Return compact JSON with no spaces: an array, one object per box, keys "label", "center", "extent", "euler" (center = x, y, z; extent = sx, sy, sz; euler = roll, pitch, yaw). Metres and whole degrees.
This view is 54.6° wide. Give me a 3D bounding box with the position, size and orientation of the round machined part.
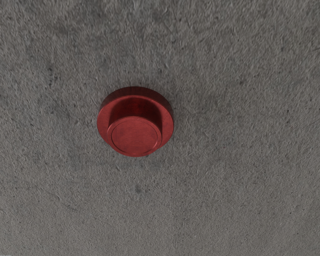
[{"label":"round machined part","center":[-0.031,-0.001,0.395],"extent":[0.099,0.042,0.097],"euler":[0,130,0]}]
